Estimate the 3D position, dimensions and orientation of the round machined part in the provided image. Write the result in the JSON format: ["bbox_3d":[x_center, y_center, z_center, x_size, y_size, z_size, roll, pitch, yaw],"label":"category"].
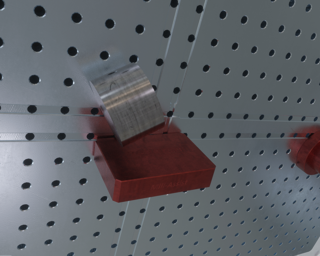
[{"bbox_3d":[0.323,0.054,0.611,0.099,0.042,0.097,-14,124,-21],"label":"round machined part"}]

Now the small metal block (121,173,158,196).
[{"bbox_3d":[-0.035,0.066,0.417,0.050,0.050,0.025,2,117,-30],"label":"small metal block"}]

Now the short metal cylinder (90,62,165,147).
[{"bbox_3d":[-0.036,-0.025,0.341,0.050,0.080,0.080,-27,128,-12],"label":"short metal cylinder"}]

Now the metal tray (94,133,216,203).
[{"bbox_3d":[-0.008,0.044,0.392,0.131,0.090,0.030,-4,120,-27],"label":"metal tray"}]
